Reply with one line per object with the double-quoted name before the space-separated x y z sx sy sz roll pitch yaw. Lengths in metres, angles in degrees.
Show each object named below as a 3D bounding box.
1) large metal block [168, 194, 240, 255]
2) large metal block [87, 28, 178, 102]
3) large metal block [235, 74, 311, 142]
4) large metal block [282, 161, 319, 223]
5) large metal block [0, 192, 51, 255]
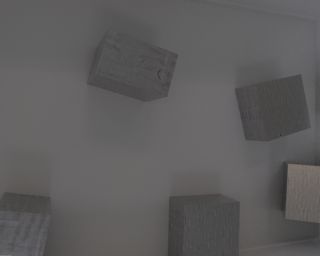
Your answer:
"large metal block" 0.058 0.136 0.419 0.081 0.050 0.080 2 90 -20
"large metal block" -0.036 -0.069 0.368 0.081 0.080 0.050 16 85 -19
"large metal block" 0.167 -0.030 0.458 0.081 0.050 0.080 -15 95 -20
"large metal block" 0.229 0.095 0.462 0.080 0.050 0.080 3 89 15
"large metal block" -0.150 0.118 0.326 0.050 0.080 0.080 12 86 -20
